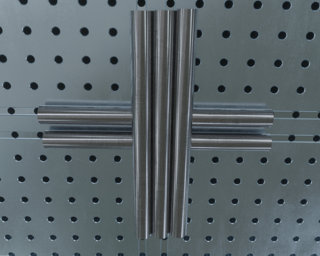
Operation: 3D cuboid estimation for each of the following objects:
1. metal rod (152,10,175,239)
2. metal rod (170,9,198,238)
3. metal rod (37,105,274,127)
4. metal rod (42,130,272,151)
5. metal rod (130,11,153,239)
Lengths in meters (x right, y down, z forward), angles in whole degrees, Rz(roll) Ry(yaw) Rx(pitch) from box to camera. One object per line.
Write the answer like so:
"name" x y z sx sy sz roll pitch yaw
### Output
"metal rod" 0.002 0.011 0.391 0.025 0.025 0.298 0 110 -1
"metal rod" 0.028 0.009 0.391 0.025 0.025 0.298 0 110 -1
"metal rod" -0.005 -0.015 0.408 0.302 0.025 0.025 1 110 -1
"metal rod" -0.003 0.017 0.420 0.302 0.025 0.025 1 110 -1
"metal rod" -0.023 0.011 0.391 0.025 0.025 0.298 0 110 -1
